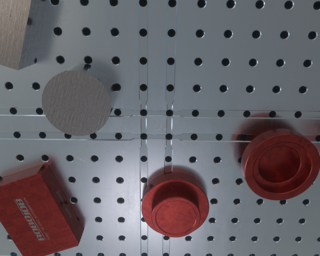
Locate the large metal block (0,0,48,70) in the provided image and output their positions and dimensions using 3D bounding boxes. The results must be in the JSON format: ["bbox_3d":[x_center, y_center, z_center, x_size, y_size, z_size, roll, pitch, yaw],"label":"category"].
[{"bbox_3d":[-0.185,-0.121,0.354,0.080,0.050,0.079,18,109,-7],"label":"large metal block"}]

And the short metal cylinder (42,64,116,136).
[{"bbox_3d":[-0.098,-0.036,0.386,0.081,0.050,0.079,0,110,0],"label":"short metal cylinder"}]

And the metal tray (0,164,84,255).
[{"bbox_3d":[-0.182,0.126,0.455,0.090,0.030,0.129,-19,109,6],"label":"metal tray"}]

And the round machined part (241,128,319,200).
[{"bbox_3d":[0.160,0.046,0.423,0.099,0.042,0.097,0,110,0],"label":"round machined part"}]

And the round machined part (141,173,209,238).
[{"bbox_3d":[0.022,0.118,0.448,0.099,0.042,0.097,0,110,0],"label":"round machined part"}]
